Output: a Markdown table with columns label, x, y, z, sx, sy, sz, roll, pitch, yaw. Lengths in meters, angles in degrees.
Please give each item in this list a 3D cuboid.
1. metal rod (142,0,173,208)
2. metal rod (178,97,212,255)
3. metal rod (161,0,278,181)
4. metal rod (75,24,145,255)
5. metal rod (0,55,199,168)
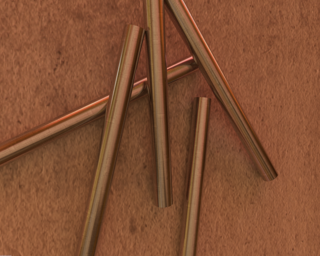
| label | x | y | z | sx | sy | sz | roll | pitch | yaw |
| --- | --- | --- | --- | --- | --- | --- | --- | --- | --- |
| metal rod | -0.003 | -0.045 | 0.383 | 0.025 | 0.025 | 0.298 | -7 | 102 | -20 |
| metal rod | 0.045 | 0.107 | 0.427 | 0.025 | 0.025 | 0.298 | 7 | 88 | -20 |
| metal rod | 0.089 | -0.044 | 0.423 | 0.025 | 0.025 | 0.299 | -40 | 110 | -16 |
| metal rod | -0.062 | 0.029 | 0.367 | 0.025 | 0.025 | 0.298 | 11 | 93 | -20 |
| metal rod | -0.066 | -0.029 | 0.385 | 0.302 | 0.025 | 0.025 | -28 | 100 | -18 |
